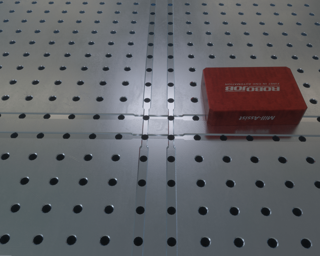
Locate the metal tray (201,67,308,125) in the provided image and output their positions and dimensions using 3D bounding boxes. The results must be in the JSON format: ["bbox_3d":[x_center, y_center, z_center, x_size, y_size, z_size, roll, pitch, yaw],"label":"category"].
[{"bbox_3d":[0.130,-0.048,0.445,0.131,0.030,0.090,-1,50,-1],"label":"metal tray"}]
